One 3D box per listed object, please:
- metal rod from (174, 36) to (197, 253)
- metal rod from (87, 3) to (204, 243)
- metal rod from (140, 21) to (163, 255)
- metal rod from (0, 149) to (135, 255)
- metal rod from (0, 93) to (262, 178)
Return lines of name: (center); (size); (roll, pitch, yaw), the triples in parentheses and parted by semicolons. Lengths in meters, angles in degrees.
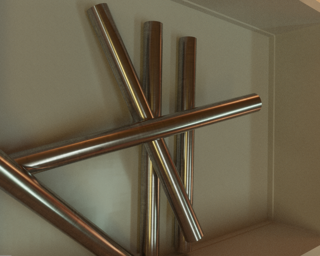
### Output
metal rod: (0.036, 0.022, 0.439); (0.025, 0.025, 0.298); (2, 89, -40)
metal rod: (-0.014, 0.001, 0.370); (0.025, 0.025, 0.299); (-29, 100, -37)
metal rod: (-0.011, 0.015, 0.399); (0.025, 0.025, 0.298); (1, 89, -40)
metal rod: (-0.108, 0.070, 0.290); (0.025, 0.025, 0.300); (-56, 130, -25)
metal rod: (-0.013, 0.003, 0.342); (0.302, 0.025, 0.025); (-15, 100, -22)
